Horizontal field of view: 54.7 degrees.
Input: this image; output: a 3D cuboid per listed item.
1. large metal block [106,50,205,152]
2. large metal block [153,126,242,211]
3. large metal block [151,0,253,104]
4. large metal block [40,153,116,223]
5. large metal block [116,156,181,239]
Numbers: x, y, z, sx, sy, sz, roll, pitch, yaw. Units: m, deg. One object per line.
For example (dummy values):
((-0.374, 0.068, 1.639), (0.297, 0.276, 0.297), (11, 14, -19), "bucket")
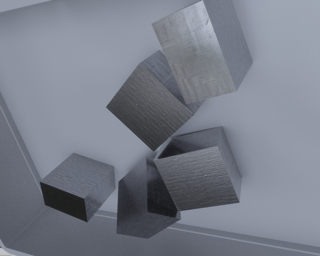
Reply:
((-0.004, -0.032, 0.374), (0.080, 0.050, 0.080), (43, 129, -2), "large metal block")
((0.050, 0.052, 0.390), (0.080, 0.050, 0.080), (-15, 111, 24), "large metal block")
((0.046, -0.080, 0.299), (0.050, 0.080, 0.080), (-13, 112, 33), "large metal block")
((-0.128, 0.092, 0.495), (0.080, 0.080, 0.050), (15, 125, 19), "large metal block")
((-0.018, 0.099, 0.433), (0.050, 0.080, 0.080), (21, 135, -27), "large metal block")
